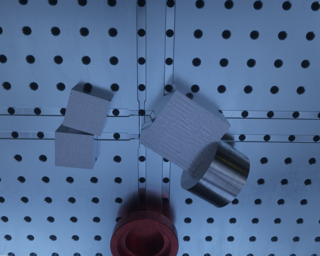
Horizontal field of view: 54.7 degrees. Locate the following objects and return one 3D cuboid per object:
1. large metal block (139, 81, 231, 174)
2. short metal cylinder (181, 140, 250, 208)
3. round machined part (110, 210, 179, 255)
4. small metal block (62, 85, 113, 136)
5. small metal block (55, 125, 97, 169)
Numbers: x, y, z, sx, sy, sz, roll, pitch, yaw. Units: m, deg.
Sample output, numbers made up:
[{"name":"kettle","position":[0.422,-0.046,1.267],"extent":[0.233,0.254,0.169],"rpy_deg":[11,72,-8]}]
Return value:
[{"name":"large metal block","position":[0.030,-0.001,0.400],"extent":[0.080,0.050,0.080],"rpy_deg":[32,107,-12]},{"name":"short metal cylinder","position":[0.071,0.057,0.406],"extent":[0.050,0.080,0.080],"rpy_deg":[32,107,-11]},{"name":"round machined part","position":[-0.022,0.164,0.465],"extent":[0.099,0.042,0.097],"rpy_deg":[0,110,-1]},{"name":"small metal block","position":[-0.094,-0.023,0.404],"extent":[0.050,0.025,0.050],"rpy_deg":[17,109,-7]},{"name":"small metal block","position":[-0.114,0.026,0.422],"extent":[0.050,0.025,0.050],"rpy_deg":[6,110,-3]}]
